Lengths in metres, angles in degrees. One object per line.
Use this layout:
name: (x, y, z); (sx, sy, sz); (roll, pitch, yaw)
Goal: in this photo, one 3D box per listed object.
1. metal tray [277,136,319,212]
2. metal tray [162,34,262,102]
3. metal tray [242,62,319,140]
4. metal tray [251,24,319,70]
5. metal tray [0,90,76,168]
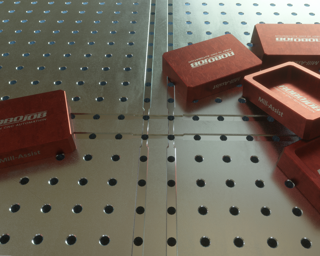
metal tray: (0.222, 0.042, 0.370); (0.131, 0.030, 0.090); (-21, 53, -17)
metal tray: (0.080, -0.098, 0.487); (0.131, 0.030, 0.090); (-21, 53, -17)
metal tray: (0.186, -0.043, 0.420); (0.091, 0.030, 0.130); (-19, 38, -15)
metal tray: (0.229, -0.138, 0.522); (0.131, 0.030, 0.090); (0, 50, 0)
metal tray: (-0.183, 0.002, 0.403); (0.131, 0.030, 0.090); (-13, 51, -11)
